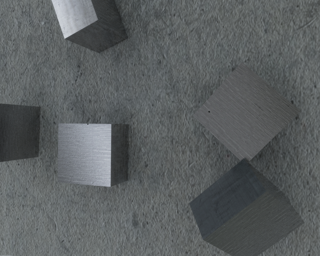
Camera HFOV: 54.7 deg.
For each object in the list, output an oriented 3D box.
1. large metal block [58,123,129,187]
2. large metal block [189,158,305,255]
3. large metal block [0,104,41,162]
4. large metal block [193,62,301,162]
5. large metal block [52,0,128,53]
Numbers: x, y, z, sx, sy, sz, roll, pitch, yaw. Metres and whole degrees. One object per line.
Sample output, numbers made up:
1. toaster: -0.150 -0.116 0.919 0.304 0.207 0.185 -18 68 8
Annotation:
1. large metal block: -0.091 0.034 0.428 0.080 0.050 0.080 1 90 20
2. large metal block: 0.094 0.093 0.340 0.080 0.080 0.050 -43 32 15
3. large metal block: -0.228 0.005 0.460 0.050 0.080 0.079 4 91 20
4. large metal block: 0.100 -0.016 0.360 0.080 0.050 0.080 45 104 14
5. large metal block: -0.094 -0.155 0.413 0.050 0.080 0.080 -22 83 19
